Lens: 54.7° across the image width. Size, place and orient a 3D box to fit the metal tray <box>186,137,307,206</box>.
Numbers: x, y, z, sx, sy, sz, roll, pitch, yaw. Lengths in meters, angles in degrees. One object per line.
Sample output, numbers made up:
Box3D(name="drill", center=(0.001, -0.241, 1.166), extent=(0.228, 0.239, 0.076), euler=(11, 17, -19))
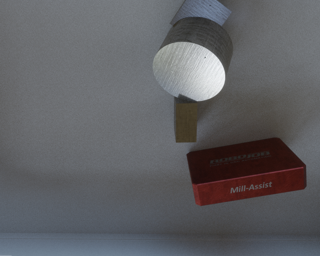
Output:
Box3D(name="metal tray", center=(0.104, 0.052, 0.397), extent=(0.131, 0.090, 0.030), euler=(-10, 110, 3))

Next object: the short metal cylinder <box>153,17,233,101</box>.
Box3D(name="short metal cylinder", center=(0.038, -0.077, 0.351), extent=(0.080, 0.050, 0.080), euler=(14, 141, 12))

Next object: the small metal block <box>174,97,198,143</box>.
Box3D(name="small metal block", center=(0.032, -0.014, 0.393), extent=(0.025, 0.050, 0.050), euler=(-1, 110, 0))

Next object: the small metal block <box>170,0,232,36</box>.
Box3D(name="small metal block", center=(0.047, -0.130, 0.364), extent=(0.050, 0.025, 0.050), euler=(32, 107, -12))
